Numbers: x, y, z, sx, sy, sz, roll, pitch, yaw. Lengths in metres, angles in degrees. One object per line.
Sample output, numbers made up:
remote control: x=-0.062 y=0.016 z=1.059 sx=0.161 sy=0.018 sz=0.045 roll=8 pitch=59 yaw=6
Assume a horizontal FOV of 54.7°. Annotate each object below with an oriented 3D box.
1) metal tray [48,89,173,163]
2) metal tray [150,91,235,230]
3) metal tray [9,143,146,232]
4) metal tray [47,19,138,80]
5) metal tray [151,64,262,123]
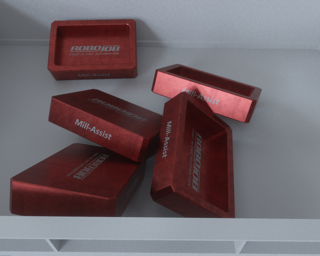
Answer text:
metal tray: x=-0.056 y=-0.009 z=0.379 sx=0.130 sy=0.030 sz=0.090 roll=23 pitch=21 yaw=17
metal tray: x=0.041 y=0.033 z=0.340 sx=0.090 sy=0.030 sz=0.130 roll=34 pitch=44 yaw=-27
metal tray: x=-0.071 y=0.051 z=0.310 sx=0.090 sy=0.030 sz=0.130 roll=9 pitch=12 yaw=7
metal tray: x=-0.102 y=-0.123 z=0.483 sx=0.131 sy=0.030 sz=0.090 roll=-2 pitch=71 yaw=-2
metal tray: x=0.065 y=-0.051 z=0.418 sx=0.130 sy=0.030 sz=0.090 roll=20 pitch=22 yaw=16
